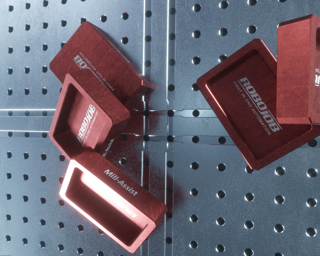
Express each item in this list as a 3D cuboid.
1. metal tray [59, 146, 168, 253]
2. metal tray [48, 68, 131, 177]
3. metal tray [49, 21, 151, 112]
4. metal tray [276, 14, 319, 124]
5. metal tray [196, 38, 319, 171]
[{"bbox_3d":[-0.064,0.094,0.401,0.130,0.030,0.089,36,131,7],"label":"metal tray"},{"bbox_3d":[-0.099,-0.002,0.414,0.090,0.030,0.129,46,133,14],"label":"metal tray"},{"bbox_3d":[-0.087,-0.075,0.441,0.090,0.030,0.130,-45,76,14],"label":"metal tray"},{"bbox_3d":[0.163,-0.048,0.301,0.030,0.131,0.090,1,90,52],"label":"metal tray"},{"bbox_3d":[0.115,-0.027,0.369,0.090,0.030,0.130,-34,79,16],"label":"metal tray"}]
